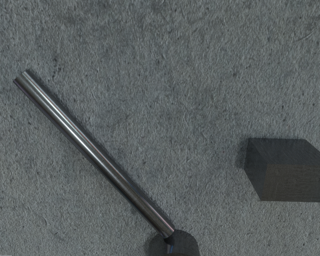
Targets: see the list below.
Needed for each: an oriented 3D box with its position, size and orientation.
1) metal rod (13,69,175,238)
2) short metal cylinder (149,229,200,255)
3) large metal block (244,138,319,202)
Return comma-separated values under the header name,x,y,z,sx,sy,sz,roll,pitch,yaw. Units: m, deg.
name,x,y,z,sx,sy,sz,roll,pitch,yaw
metal rod,-0.080,0.046,0.425,0.025,0.025,0.300,-36,107,12
short metal cylinder,0.022,0.204,0.472,0.081,0.050,0.079,0,110,-1
large metal block,0.162,0.052,0.402,0.081,0.080,0.050,2,110,-1
